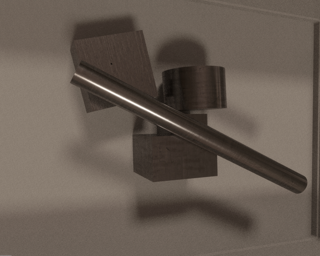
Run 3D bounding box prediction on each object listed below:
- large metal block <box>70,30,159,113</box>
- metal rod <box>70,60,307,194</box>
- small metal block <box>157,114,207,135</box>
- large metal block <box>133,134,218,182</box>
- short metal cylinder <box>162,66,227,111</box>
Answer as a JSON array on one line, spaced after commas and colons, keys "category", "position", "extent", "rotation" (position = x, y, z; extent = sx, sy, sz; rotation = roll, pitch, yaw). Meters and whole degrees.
[{"category": "large metal block", "position": [-0.056, -0.067, 0.377], "extent": [0.081, 0.050, 0.080], "rotation": [-16, 96, -20]}, {"category": "metal rod", "position": [0.048, 0.009, 0.344], "extent": [0.302, 0.025, 0.025], "rotation": [26, 81, -19]}, {"category": "small metal block", "position": [0.028, -0.005, 0.409], "extent": [0.050, 0.050, 0.025], "rotation": [-1, 91, -20]}, {"category": "large metal block", "position": [0.016, 0.033, 0.388], "extent": [0.081, 0.080, 0.050], "rotation": [-2, 91, -20]}, {"category": "short metal cylinder", "position": [0.044, -0.048, 0.399], "extent": [0.081, 0.080, 0.050], "rotation": [-4, 92, -20]}]
